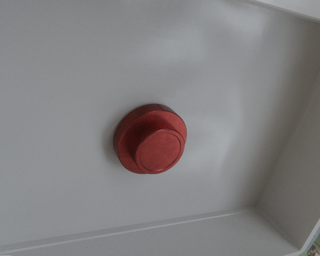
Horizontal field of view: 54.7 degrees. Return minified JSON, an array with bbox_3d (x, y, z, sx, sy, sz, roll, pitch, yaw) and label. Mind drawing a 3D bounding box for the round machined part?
[{"bbox_3d":[-0.007,0.021,0.404,0.099,0.042,0.097,-14,125,-21],"label":"round machined part"}]
